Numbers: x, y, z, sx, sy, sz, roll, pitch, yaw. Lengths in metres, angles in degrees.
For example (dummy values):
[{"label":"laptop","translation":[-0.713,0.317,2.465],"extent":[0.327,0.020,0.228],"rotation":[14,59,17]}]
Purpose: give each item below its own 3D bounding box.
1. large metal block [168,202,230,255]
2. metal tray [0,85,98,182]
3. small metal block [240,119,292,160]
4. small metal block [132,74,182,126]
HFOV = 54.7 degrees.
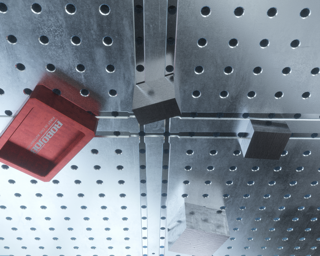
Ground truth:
[{"label":"large metal block","translation":[0.066,0.184,0.553],"extent":[0.081,0.050,0.079],"rotation":[16,128,-14]},{"label":"metal tray","translation":[-0.157,0.013,0.417],"extent":[0.090,0.030,0.130],"rotation":[34,122,-26]},{"label":"small metal block","translation":[0.145,0.017,0.428],"extent":[0.050,0.025,0.050],"rotation":[4,130,-4]},{"label":"small metal block","translation":[-0.004,-0.034,0.367],"extent":[0.050,0.050,0.025],"rotation":[-14,129,11]}]
